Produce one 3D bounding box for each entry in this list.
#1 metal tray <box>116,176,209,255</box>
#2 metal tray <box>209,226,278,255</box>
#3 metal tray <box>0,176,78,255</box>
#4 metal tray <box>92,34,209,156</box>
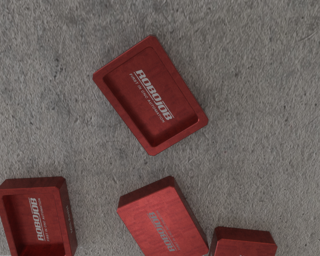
[{"bbox_3d":[0.006,0.144,0.460,0.090,0.030,0.130,-25,108,8],"label":"metal tray"},{"bbox_3d":[0.122,0.222,0.490,0.091,0.030,0.129,7,110,-3],"label":"metal tray"},{"bbox_3d":[-0.178,0.137,0.455,0.091,0.030,0.129,-3,110,1],"label":"metal tray"},{"bbox_3d":[-0.010,-0.039,0.392,0.090,0.030,0.130,-32,107,11],"label":"metal tray"}]
